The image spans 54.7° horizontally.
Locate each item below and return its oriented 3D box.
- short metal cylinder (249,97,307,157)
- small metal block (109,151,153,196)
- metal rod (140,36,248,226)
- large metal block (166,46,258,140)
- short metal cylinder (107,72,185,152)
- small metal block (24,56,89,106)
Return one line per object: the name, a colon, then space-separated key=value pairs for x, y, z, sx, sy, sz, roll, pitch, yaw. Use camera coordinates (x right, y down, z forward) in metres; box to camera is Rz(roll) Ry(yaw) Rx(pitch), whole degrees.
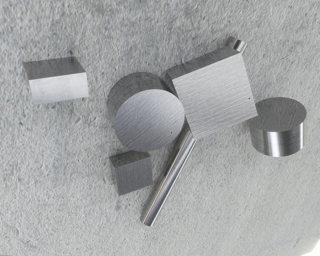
short metal cylinder: x=0.176 y=-0.003 z=0.466 sx=0.080 sy=0.080 sz=0.050 roll=-28 pitch=128 yaw=-11
small metal block: x=-0.039 y=0.059 z=0.422 sx=0.050 sy=0.025 sz=0.050 roll=-16 pitch=125 yaw=-20
metal rod: x=0.040 y=0.017 z=0.439 sx=0.025 sy=0.025 sz=0.298 roll=13 pitch=112 yaw=-34
large metal block: x=0.062 y=-0.043 z=0.375 sx=0.080 sy=0.050 sz=0.080 roll=-22 pitch=114 yaw=2
short metal cylinder: x=-0.018 y=-0.019 z=0.363 sx=0.081 sy=0.050 sz=0.079 roll=-9 pitch=123 yaw=-14
small metal block: x=-0.102 y=-0.048 z=0.305 sx=0.050 sy=0.050 sz=0.025 roll=-13 pitch=124 yaw=-22
